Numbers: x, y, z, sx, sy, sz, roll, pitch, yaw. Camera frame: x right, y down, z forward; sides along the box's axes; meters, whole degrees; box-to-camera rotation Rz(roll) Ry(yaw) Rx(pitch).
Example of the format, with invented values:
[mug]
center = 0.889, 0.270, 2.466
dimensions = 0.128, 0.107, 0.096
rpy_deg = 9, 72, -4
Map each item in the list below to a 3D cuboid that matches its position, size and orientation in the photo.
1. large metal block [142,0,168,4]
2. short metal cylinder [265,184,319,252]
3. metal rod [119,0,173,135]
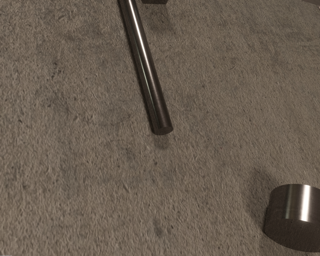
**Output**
[large metal block]
center = -0.009, -0.274, 0.532
dimensions = 0.050, 0.080, 0.080
rpy_deg = -14, 69, -34
[short metal cylinder]
center = 0.180, 0.116, 0.397
dimensions = 0.080, 0.080, 0.050
rpy_deg = 32, 51, -8
[metal rod]
center = -0.031, -0.128, 0.466
dimensions = 0.025, 0.025, 0.299
rpy_deg = -1, 62, -29
